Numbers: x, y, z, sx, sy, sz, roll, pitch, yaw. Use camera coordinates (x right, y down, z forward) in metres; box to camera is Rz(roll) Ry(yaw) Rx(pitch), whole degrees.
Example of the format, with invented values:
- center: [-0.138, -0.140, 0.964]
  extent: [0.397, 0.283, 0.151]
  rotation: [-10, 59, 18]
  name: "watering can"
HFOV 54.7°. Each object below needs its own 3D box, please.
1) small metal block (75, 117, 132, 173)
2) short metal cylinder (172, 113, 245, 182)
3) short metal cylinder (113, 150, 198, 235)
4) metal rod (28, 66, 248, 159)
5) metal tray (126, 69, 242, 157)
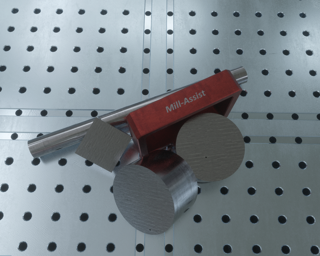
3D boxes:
- center: [-0.070, 0.020, 0.386]
  extent: [0.050, 0.025, 0.050]
  rotation: [30, 88, -9]
  name: "small metal block"
- center: [0.056, 0.026, 0.380]
  extent: [0.081, 0.050, 0.080]
  rotation: [1, 78, -4]
  name: "short metal cylinder"
- center: [-0.005, 0.070, 0.346]
  extent: [0.080, 0.080, 0.050]
  rotation: [45, 35, 14]
  name: "short metal cylinder"
- center: [-0.023, -0.024, 0.416]
  extent: [0.302, 0.025, 0.025]
  rotation: [-20, 72, -8]
  name: "metal rod"
- center: [0.028, -0.014, 0.379]
  extent: [0.131, 0.090, 0.030]
  rotation: [-25, 72, -9]
  name: "metal tray"
